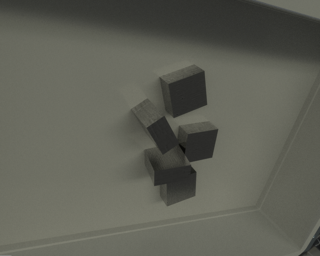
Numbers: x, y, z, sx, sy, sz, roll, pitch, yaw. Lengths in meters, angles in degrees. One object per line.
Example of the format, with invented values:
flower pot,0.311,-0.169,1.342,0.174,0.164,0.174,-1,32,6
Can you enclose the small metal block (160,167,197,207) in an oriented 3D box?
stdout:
small metal block,0.028,0.088,0.480,0.050,0.025,0.050,-15,125,-20

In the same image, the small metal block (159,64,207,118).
small metal block,0.031,-0.047,0.398,0.050,0.025,0.050,-22,127,-15

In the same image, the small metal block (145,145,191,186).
small metal block,0.009,0.050,0.426,0.050,0.050,0.025,-8,122,-15

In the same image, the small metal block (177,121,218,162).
small metal block,0.053,0.020,0.452,0.050,0.025,0.050,-9,122,-25

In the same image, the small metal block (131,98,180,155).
small metal block,-0.006,-0.002,0.389,0.025,0.050,0.050,-35,129,-6
